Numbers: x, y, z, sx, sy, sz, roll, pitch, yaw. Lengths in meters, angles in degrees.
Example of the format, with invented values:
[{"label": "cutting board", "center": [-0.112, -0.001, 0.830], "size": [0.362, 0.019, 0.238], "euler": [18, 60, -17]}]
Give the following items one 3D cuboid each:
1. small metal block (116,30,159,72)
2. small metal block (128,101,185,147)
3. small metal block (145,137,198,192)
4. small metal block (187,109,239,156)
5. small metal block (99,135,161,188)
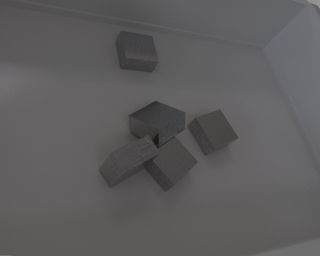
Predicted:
[{"label": "small metal block", "center": [-0.034, -0.112, 0.455], "size": [0.050, 0.025, 0.050], "euler": [1, 61, -28]}, {"label": "small metal block", "center": [-0.003, -0.007, 0.392], "size": [0.050, 0.025, 0.050], "euler": [24, 41, 35]}, {"label": "small metal block", "center": [0.011, 0.042, 0.386], "size": [0.050, 0.025, 0.050], "euler": [48, 51, 5]}, {"label": "small metal block", "center": [0.075, 0.006, 0.442], "size": [0.050, 0.025, 0.050], "euler": [-19, 72, -35]}, {"label": "small metal block", "center": [-0.035, 0.038, 0.348], "size": [0.050, 0.050, 0.025], "euler": [-25, 76, -37]}]
